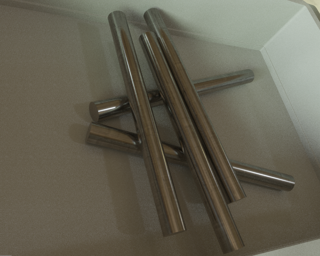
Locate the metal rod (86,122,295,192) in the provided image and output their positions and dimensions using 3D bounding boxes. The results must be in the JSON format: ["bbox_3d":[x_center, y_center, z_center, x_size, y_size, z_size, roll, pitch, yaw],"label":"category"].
[{"bbox_3d":[0.054,0.043,0.410,0.302,0.025,0.025,16,55,-20],"label":"metal rod"}]

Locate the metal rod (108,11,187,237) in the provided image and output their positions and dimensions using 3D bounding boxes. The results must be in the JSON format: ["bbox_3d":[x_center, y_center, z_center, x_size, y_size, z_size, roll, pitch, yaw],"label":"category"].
[{"bbox_3d":[-0.023,-0.024,0.375,0.025,0.025,0.299,-2,63,-30],"label":"metal rod"}]

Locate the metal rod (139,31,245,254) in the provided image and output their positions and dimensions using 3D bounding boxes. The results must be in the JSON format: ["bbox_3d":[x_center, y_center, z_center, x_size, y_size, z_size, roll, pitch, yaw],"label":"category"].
[{"bbox_3d":[0.031,0.002,0.389,0.025,0.025,0.299,-7,65,-32],"label":"metal rod"}]

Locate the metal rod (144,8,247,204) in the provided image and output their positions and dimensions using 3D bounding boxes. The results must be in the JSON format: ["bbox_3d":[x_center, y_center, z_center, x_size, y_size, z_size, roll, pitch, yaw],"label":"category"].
[{"bbox_3d":[0.039,-0.043,0.421,0.025,0.025,0.299,-9,66,-32],"label":"metal rod"}]

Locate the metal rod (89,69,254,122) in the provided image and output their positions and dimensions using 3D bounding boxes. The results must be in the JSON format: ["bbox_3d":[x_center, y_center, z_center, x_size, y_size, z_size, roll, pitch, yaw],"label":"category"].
[{"bbox_3d":[0.038,-0.056,0.462,0.302,0.025,0.025,-17,71,-35],"label":"metal rod"}]
